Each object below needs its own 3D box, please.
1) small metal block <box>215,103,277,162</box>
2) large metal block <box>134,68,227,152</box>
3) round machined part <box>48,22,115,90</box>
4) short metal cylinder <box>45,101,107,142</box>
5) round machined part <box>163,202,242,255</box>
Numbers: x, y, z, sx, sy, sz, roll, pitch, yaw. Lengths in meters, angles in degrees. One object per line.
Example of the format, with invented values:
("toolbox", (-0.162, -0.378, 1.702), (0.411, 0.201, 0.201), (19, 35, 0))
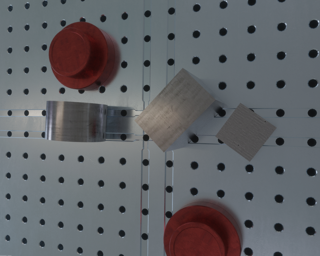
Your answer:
("small metal block", (0.104, 0.005, 0.376), (0.050, 0.025, 0.050), (38, 102, 16))
("large metal block", (0.028, -0.019, 0.373), (0.080, 0.080, 0.050), (-46, 76, 14))
("round machined part", (-0.119, -0.105, 0.446), (0.098, 0.042, 0.097), (0, 90, 20))
("short metal cylinder", (-0.114, -0.009, 0.423), (0.080, 0.080, 0.050), (4, 92, 20))
("round machined part", (0.050, 0.146, 0.386), (0.098, 0.042, 0.097), (0, 90, 20))
